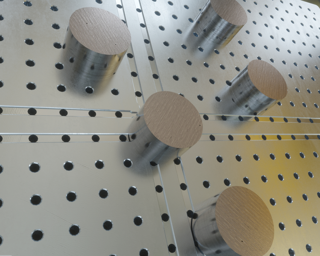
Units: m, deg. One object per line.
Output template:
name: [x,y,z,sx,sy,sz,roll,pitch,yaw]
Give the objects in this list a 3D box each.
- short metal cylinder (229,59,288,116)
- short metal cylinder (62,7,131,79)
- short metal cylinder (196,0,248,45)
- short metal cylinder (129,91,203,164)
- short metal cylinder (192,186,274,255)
short metal cylinder: [0.165,-0.068,0.522,0.081,0.050,0.080,14,56,-21]
short metal cylinder: [-0.085,-0.114,0.415,0.081,0.050,0.080,14,56,-21]
short metal cylinder: [0.114,-0.203,0.577,0.081,0.050,0.080,14,56,-21]
short metal cylinder: [0.007,0.000,0.396,0.081,0.050,0.080,14,56,-21]
short metal cylinder: [0.086,0.115,0.368,0.081,0.050,0.080,14,56,-21]
